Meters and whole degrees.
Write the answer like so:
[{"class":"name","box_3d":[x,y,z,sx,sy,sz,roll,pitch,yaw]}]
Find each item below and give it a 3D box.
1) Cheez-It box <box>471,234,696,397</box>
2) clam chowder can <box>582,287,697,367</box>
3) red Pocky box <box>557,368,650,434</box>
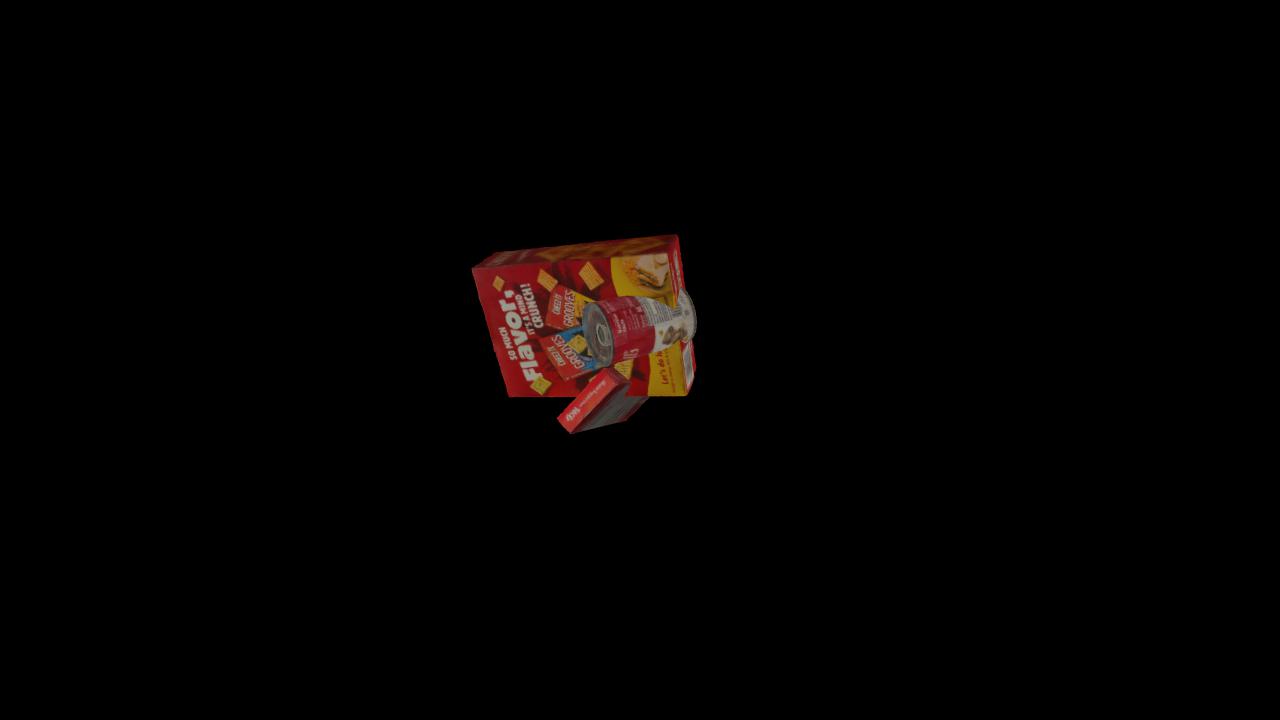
[{"class":"Cheez-It box","box_3d":[-0.058,-0.043,0.688,0.223,0.166,0.071,-3,26,16]},{"class":"clam chowder can","box_3d":[0.000,-0.038,0.641,0.102,0.068,0.068,-17,7,-25]},{"class":"red Pocky box","box_3d":[-0.028,0.043,0.723,0.083,0.028,0.155,-45,-15,16]}]
